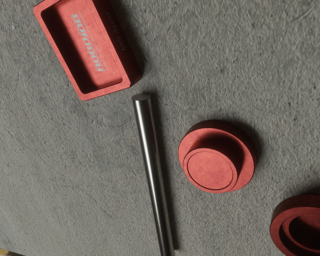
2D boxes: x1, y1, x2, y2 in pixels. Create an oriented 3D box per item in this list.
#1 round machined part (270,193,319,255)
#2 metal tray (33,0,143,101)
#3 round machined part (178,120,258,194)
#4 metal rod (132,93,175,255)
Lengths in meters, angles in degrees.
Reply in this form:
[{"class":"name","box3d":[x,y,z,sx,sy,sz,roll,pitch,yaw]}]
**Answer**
[{"class":"round machined part","box3d":[0.186,0.117,0.371,0.098,0.042,0.097,13,124,21]},{"class":"metal tray","box3d":[-0.088,-0.105,0.385,0.090,0.030,0.129,-12,113,33]},{"class":"round machined part","box3d":[0.068,0.042,0.386,0.098,0.042,0.097,13,124,21]},{"class":"metal rod","box3d":[-0.005,0.090,0.465,0.025,0.025,0.298,6,121,25]}]
